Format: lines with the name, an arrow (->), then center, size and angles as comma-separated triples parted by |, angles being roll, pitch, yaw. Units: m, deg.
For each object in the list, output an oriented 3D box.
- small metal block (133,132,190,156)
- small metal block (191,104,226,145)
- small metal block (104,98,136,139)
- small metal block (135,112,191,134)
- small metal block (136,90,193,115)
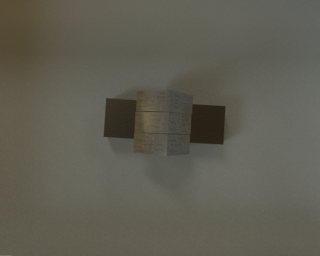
small metal block -> 0.003, 0.019, 0.387 | 0.050, 0.050, 0.025 | 2, 90, 36
small metal block -> 0.058, -0.005, 0.411 | 0.050, 0.025, 0.050 | 3, 90, -1
small metal block -> -0.045, -0.012, 0.409 | 0.050, 0.025, 0.050 | 4, 90, -1
small metal block -> 0.004, -0.006, 0.387 | 0.050, 0.050, 0.025 | 2, 90, 36
small metal block -> 0.006, -0.031, 0.387 | 0.050, 0.050, 0.025 | 3, 90, 36
